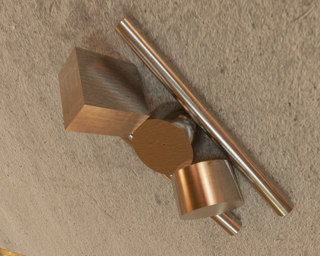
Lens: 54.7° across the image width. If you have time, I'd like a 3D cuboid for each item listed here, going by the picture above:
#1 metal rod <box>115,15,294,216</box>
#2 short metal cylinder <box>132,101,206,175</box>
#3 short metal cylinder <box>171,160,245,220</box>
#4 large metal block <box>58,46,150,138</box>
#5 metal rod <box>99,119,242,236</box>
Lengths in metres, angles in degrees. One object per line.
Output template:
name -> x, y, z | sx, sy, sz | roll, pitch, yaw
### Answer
metal rod -> 0.057, -0.010, 0.372 | 0.300, 0.025, 0.025 | 48, 129, -6
short metal cylinder -> 0.012, 0.013, 0.393 | 0.080, 0.050, 0.079 | 13, 124, 21
short metal cylinder -> 0.058, 0.078, 0.383 | 0.080, 0.081, 0.050 | -36, 56, 38
large metal block -> -0.067, -0.039, 0.364 | 0.050, 0.081, 0.080 | -42, 53, 39
metal rod -> -0.004, 0.043, 0.436 | 0.300, 0.025, 0.025 | 42, 129, -1
